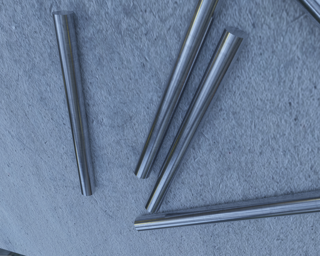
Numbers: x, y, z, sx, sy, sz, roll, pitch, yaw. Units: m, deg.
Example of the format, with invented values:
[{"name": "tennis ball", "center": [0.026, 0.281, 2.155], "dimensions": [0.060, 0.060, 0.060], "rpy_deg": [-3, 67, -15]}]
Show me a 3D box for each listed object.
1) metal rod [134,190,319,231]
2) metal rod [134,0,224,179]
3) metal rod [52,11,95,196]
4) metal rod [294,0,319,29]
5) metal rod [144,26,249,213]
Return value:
[{"name": "metal rod", "center": [0.081, 0.122, 0.439], "dimensions": [0.300, 0.025, 0.025], "rpy_deg": [-19, 108, 35]}, {"name": "metal rod", "center": [0.017, -0.044, 0.370], "dimensions": [0.025, 0.025, 0.298], "rpy_deg": [29, 128, 10]}, {"name": "metal rod", "center": [-0.123, -0.016, 0.461], "dimensions": [0.025, 0.025, 0.298], "rpy_deg": [14, 125, 20]}, {"name": "metal rod", "center": [0.159, -0.086, 0.269], "dimensions": [0.300, 0.025, 0.025], "rpy_deg": [45, 129, -4]}, {"name": "metal rod", "center": [0.032, 0.014, 0.398], "dimensions": [0.025, 0.025, 0.298], "rpy_deg": [29, 128, 9]}]
